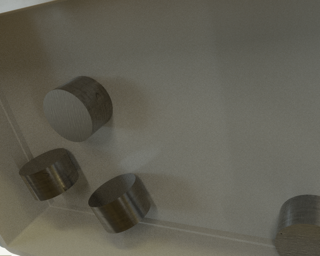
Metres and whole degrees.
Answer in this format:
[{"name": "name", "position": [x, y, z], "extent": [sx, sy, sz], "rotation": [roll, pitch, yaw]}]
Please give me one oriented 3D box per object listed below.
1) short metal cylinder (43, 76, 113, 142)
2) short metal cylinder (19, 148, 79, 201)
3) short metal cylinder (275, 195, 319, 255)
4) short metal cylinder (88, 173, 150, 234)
[{"name": "short metal cylinder", "position": [-0.114, -0.027, 0.436], "extent": [0.080, 0.050, 0.079], "rotation": [13, 124, 21]}, {"name": "short metal cylinder", "position": [-0.184, 0.076, 0.517], "extent": [0.080, 0.080, 0.050], "rotation": [-8, 115, 31]}, {"name": "short metal cylinder", "position": [0.185, 0.128, 0.374], "extent": [0.080, 0.050, 0.079], "rotation": [13, 124, 21]}, {"name": "short metal cylinder", "position": [-0.062, 0.114, 0.476], "extent": [0.080, 0.080, 0.050], "rotation": [-15, 110, 34]}]
